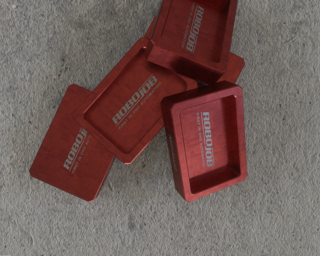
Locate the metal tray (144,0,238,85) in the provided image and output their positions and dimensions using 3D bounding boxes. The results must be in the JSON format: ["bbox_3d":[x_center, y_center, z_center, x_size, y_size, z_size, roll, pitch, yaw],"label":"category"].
[{"bbox_3d":[0.041,-0.125,0.375,0.091,0.030,0.130,20,62,-10],"label":"metal tray"}]

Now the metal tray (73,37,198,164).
[{"bbox_3d":[-0.029,-0.032,0.378,0.090,0.030,0.130,41,90,-1],"label":"metal tray"}]

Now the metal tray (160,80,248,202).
[{"bbox_3d":[0.057,0.017,0.375,0.091,0.030,0.129,-17,115,-16],"label":"metal tray"}]

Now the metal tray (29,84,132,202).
[{"bbox_3d":[-0.100,0.019,0.407,0.090,0.030,0.129,25,90,-1],"label":"metal tray"}]

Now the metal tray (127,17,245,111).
[{"bbox_3d":[0.032,-0.076,0.409,0.131,0.030,0.090,27,90,-1],"label":"metal tray"}]
